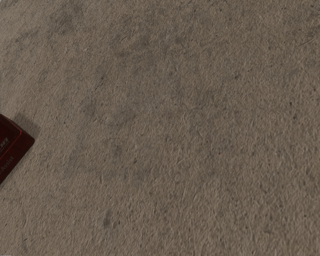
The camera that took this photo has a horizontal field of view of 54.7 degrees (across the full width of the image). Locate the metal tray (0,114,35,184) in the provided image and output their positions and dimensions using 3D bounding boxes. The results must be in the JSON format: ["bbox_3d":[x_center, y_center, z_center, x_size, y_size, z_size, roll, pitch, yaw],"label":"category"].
[{"bbox_3d":[-0.280,0.048,0.514,0.090,0.030,0.130,28,76,37],"label":"metal tray"}]
